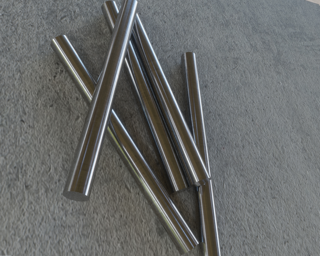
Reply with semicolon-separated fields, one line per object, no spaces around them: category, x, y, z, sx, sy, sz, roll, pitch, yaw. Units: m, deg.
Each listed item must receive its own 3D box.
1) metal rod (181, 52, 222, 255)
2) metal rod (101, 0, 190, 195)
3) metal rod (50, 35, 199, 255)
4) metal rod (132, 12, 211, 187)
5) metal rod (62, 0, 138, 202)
metal rod;0.051;0.016;0.421;0.025;0.025;0.299;11;57;-22
metal rod;-0.027;-0.055;0.422;0.025;0.025;0.299;-8;66;-32
metal rod;-0.049;0.010;0.370;0.025;0.025;0.299;-25;75;-37
metal rod;-0.001;-0.062;0.427;0.025;0.025;0.299;-5;60;-31
metal rod;-0.061;-0.059;0.373;0.025;0.025;0.300;20;54;-17
